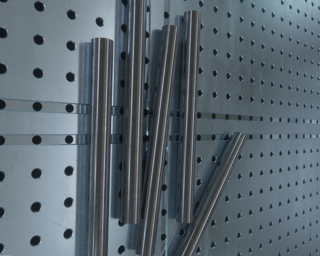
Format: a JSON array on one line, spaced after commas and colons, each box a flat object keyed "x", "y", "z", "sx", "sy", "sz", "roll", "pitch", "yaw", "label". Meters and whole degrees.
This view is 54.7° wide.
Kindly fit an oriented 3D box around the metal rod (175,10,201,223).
[{"x": 0.041, "y": -0.017, "z": 0.445, "sx": 0.025, "sy": 0.025, "sz": 0.298, "roll": 4, "pitch": 87, "yaw": -40, "label": "metal rod"}]

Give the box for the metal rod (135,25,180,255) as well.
[{"x": -0.002, "y": 0.012, "z": 0.409, "sx": 0.025, "sy": 0.025, "sz": 0.298, "roll": 11, "pitch": 83, "yaw": -40, "label": "metal rod"}]

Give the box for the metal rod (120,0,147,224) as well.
[{"x": -0.032, "y": -0.035, "z": 0.383, "sx": 0.025, "sy": 0.025, "sz": 0.298, "roll": 3, "pitch": 88, "yaw": -40, "label": "metal rod"}]

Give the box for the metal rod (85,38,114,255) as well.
[{"x": -0.070, "y": 0.049, "z": 0.352, "sx": 0.025, "sy": 0.025, "sz": 0.298, "roll": 2, "pitch": 89, "yaw": -40, "label": "metal rod"}]

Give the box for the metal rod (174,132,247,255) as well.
[{"x": 0.064, "y": 0.132, "z": 0.465, "sx": 0.025, "sy": 0.025, "sz": 0.300, "roll": 46, "pitch": 62, "yaw": -31, "label": "metal rod"}]
